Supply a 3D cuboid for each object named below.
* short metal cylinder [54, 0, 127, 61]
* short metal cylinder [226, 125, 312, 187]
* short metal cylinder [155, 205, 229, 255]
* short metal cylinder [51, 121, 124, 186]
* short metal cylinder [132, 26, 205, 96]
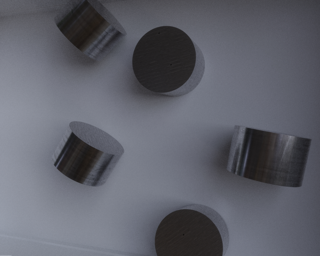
[{"bbox_3d":[-0.091,-0.136,0.413,0.050,0.080,0.080,-42,77,15],"label":"short metal cylinder"},{"bbox_3d":[0.118,0.028,0.340,0.080,0.080,0.050,12,94,19],"label":"short metal cylinder"},{"bbox_3d":[0.040,0.137,0.378,0.080,0.050,0.080,-2,82,20],"label":"short metal cylinder"},{"bbox_3d":[-0.096,0.033,0.415,0.080,0.080,0.050,35,101,16],"label":"short metal cylinder"},{"bbox_3d":[0.012,-0.082,0.393,0.080,0.050,0.080,0,90,20],"label":"short metal cylinder"}]
